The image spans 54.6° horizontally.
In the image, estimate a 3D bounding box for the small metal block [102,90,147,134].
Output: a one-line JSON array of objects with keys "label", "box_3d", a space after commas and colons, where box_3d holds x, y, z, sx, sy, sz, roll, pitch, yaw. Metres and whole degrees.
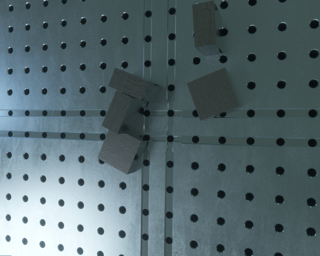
[{"label": "small metal block", "box_3d": [-0.046, -0.020, 0.416, 0.025, 0.050, 0.050, 27, 99, 18]}]

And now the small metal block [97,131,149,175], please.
[{"label": "small metal block", "box_3d": [-0.052, 0.030, 0.431, 0.050, 0.025, 0.050, 26, 99, 18]}]

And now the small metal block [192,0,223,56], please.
[{"label": "small metal block", "box_3d": [0.059, -0.119, 0.379, 0.025, 0.050, 0.050, -4, 89, 20]}]

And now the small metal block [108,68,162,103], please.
[{"label": "small metal block", "box_3d": [-0.031, -0.055, 0.411, 0.050, 0.050, 0.025, 25, 98, 18]}]

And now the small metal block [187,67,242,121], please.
[{"label": "small metal block", "box_3d": [0.068, -0.041, 0.389, 0.050, 0.025, 0.050, -21, 83, 18]}]
